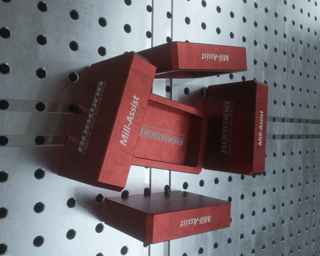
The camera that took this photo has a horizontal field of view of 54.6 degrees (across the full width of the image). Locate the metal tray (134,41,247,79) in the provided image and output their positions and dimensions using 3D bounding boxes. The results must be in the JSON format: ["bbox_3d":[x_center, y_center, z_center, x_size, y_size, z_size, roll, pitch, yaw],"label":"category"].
[{"bbox_3d":[0.036,-0.083,0.395,0.131,0.090,0.030,-8,96,-39],"label":"metal tray"}]

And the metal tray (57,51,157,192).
[{"bbox_3d":[-0.057,-0.007,0.318,0.030,0.090,0.130,23,75,-37],"label":"metal tray"}]

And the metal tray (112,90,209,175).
[{"bbox_3d":[0.006,0.009,0.409,0.131,0.030,0.090,14,81,-39],"label":"metal tray"}]

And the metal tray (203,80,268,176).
[{"bbox_3d":[0.108,0.000,0.456,0.030,0.090,0.129,6,86,-40],"label":"metal tray"}]

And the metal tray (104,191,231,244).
[{"bbox_3d":[0.011,0.102,0.376,0.131,0.090,0.030,5,87,-39],"label":"metal tray"}]
